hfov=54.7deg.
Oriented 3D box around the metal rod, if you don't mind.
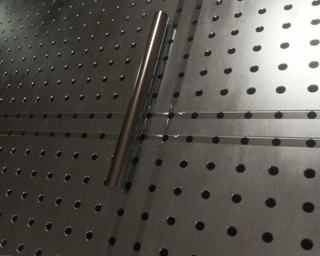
[{"bbox_3d":[-0.028,-0.055,0.454,0.025,0.025,0.300,-1,61,27],"label":"metal rod"}]
